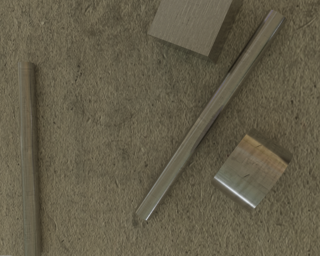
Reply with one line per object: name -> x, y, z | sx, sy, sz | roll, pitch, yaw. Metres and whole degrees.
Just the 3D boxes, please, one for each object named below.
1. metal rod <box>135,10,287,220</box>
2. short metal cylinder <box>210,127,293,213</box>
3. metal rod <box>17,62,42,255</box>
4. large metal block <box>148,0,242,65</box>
metal rod -> 0.057, -0.007, 0.388 | 0.025, 0.025, 0.299 | 36, 101, 16
short metal cylinder -> 0.101, 0.046, 0.344 | 0.050, 0.080, 0.080 | 37, 102, 16
metal rod -> -0.202, 0.049, 0.480 | 0.025, 0.025, 0.298 | -3, 89, 20
large metal block -> 0.044, -0.134, 0.380 | 0.080, 0.050, 0.080 | 26, 98, 18
